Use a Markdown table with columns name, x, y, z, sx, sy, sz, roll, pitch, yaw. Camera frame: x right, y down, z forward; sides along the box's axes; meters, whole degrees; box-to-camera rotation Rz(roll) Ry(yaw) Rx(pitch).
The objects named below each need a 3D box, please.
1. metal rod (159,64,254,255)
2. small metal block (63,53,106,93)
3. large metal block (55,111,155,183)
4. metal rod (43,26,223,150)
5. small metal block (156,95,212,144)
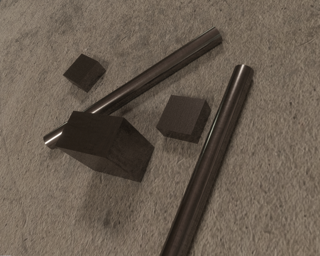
| name | x | y | z | sx | sy | sz | roll | pitch | yaw |
| --- | --- | --- | --- | --- | --- | --- | --- | --- | --- |
| metal rod | 0.047 | 0.056 | 0.343 | 0.025 | 0.025 | 0.300 | 12 | 68 | 33 |
| small metal block | -0.128 | -0.094 | 0.527 | 0.050 | 0.025 | 0.050 | 31 | 78 | 37 |
| large metal block | -0.066 | 0.024 | 0.387 | 0.080 | 0.080 | 0.050 | 8 | 66 | 31 |
| metal rod | -0.044 | -0.056 | 0.459 | 0.300 | 0.025 | 0.025 | -32 | 52 | 7 |
| small metal block | 0.031 | -0.012 | 0.394 | 0.050 | 0.025 | 0.050 | 12 | 68 | 33 |
